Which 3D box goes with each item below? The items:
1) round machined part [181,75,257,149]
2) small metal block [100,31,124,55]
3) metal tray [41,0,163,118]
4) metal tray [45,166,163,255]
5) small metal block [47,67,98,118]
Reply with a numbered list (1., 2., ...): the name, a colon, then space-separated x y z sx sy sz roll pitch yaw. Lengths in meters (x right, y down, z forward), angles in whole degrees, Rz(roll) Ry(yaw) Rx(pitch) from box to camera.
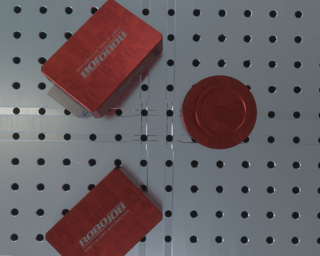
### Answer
1. round machined part: 0.078 -0.020 0.405 0.099 0.042 0.097 0 90 0
2. small metal block: -0.057 -0.099 0.413 0.050 0.025 0.050 9 90 0
3. metal tray: -0.070 -0.088 0.390 0.090 0.030 0.130 38 79 10
4. metal tray: -0.072 0.126 0.410 0.130 0.030 0.090 -44 90 0
5. small metal block: -0.111 -0.048 0.412 0.050 0.025 0.050 38 90 -1
